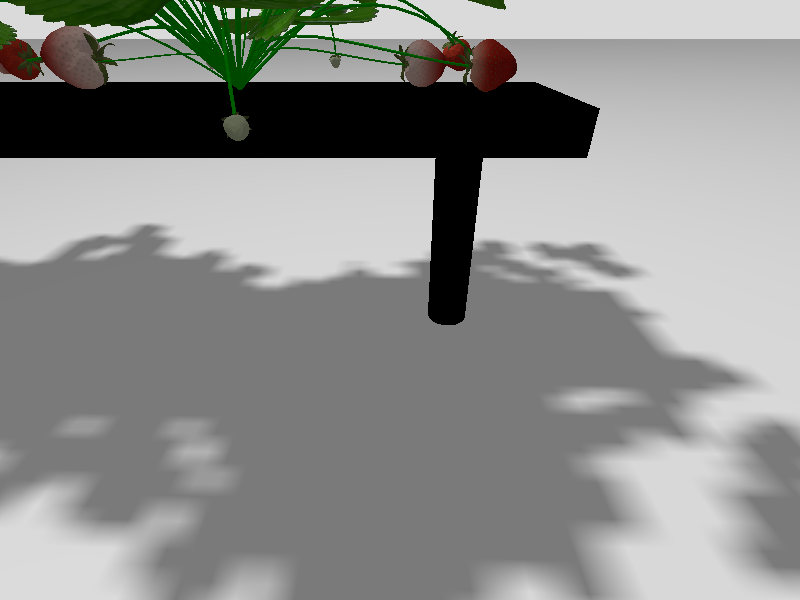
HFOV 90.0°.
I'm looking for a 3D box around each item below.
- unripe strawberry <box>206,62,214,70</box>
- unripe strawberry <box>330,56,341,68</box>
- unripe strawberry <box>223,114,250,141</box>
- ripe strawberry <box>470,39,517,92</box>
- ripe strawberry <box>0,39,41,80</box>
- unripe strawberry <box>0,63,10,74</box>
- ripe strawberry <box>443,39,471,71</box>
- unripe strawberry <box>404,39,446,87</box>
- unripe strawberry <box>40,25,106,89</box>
[{"bbox_3d":[-0.200,-0.251,0.425,0.010,0.011,0.011,-17,38,-23],"label":"unripe strawberry"},{"bbox_3d":[-0.071,-0.264,0.445,0.011,0.012,0.012,10,36,15],"label":"unripe strawberry"},{"bbox_3d":[-0.070,-0.074,0.173,0.010,0.011,0.011,-10,-36,-15],"label":"unripe strawberry"},{"bbox_3d":[0.071,-0.176,0.301,0.036,0.034,0.033,1,34,0],"label":"ripe strawberry"},{"bbox_3d":[-0.342,-0.215,0.358,0.030,0.031,0.028,9,35,14],"label":"ripe strawberry"},{"bbox_3d":[-0.381,-0.238,0.388,0.039,0.034,0.039,-16,38,-23],"label":"unripe strawberry"},{"bbox_3d":[0.063,-0.267,0.439,0.032,0.027,0.032,33,-6,39],"label":"ripe strawberry"},{"bbox_3d":[0.021,-0.194,0.329,0.034,0.034,0.032,-6,35,-10],"label":"unripe strawberry"},{"bbox_3d":[-0.245,-0.182,0.301,0.039,0.041,0.036,0,34,1],"label":"unripe strawberry"}]
